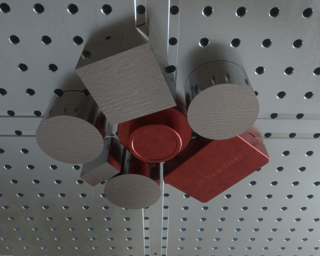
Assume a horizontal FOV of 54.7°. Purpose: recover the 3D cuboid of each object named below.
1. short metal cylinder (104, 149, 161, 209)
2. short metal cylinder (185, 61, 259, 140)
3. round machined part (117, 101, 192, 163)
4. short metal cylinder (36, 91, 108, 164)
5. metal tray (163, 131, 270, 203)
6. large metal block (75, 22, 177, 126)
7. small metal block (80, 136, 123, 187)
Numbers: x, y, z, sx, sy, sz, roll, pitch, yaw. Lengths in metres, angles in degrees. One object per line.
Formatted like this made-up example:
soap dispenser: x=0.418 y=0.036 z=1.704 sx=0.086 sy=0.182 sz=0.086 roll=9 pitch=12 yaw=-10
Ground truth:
short metal cylinder: x=-0.039 y=0.076 z=0.458 sx=0.081 sy=0.050 sz=0.079 roll=0 pitch=130 yaw=0
short metal cylinder: x=0.071 y=-0.032 z=0.368 sx=0.081 sy=0.050 sz=0.079 roll=0 pitch=130 yaw=0
round machined part: x=-0.007 y=0.008 z=0.406 sx=0.099 sy=0.042 sz=0.097 roll=0 pitch=130 yaw=0
short metal cylinder: x=-0.108 y=0.000 z=0.393 sx=0.081 sy=0.050 sz=0.079 roll=0 pitch=130 yaw=0
metal tray: x=0.078 y=0.051 z=0.451 sx=0.090 sy=0.030 sz=0.129 roll=33 pitch=122 yaw=-25
large metal block: x=-0.034 y=-0.058 z=0.346 sx=0.080 sy=0.050 sz=0.080 roll=-17 pitch=128 yaw=13
small metal block: x=-0.080 y=0.046 z=0.433 sx=0.050 sy=0.050 sz=0.025 roll=-30 pitch=124 yaw=23
